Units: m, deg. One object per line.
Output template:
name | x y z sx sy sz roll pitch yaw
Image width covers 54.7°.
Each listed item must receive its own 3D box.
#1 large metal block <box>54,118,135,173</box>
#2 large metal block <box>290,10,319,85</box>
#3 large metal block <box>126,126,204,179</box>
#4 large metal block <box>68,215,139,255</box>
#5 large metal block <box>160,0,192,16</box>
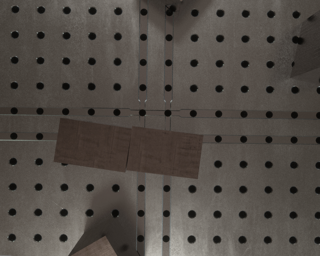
large metal block | -0.075 0.019 0.385 0.081 0.080 0.050 9 90 0
large metal block | 0.213 -0.102 0.389 0.050 0.080 0.080 12 90 0
large metal block | 0.005 0.027 0.386 0.081 0.080 0.050 7 90 -1
large metal block | -0.063 0.167 0.385 0.050 0.080 0.080 -30 90 0
large metal block | 0.021 -0.210 0.401 0.080 0.050 0.080 40 90 -1
